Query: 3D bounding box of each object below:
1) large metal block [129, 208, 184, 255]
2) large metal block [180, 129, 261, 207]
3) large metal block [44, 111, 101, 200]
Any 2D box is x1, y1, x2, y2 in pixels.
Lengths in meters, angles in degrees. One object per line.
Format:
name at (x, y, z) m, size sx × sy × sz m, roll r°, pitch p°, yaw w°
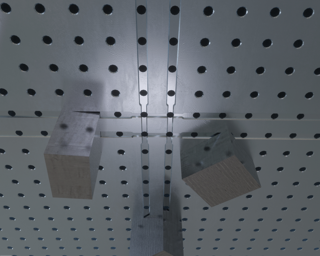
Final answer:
large metal block at (-0.007, 0.201, 0.546) m, size 0.080 × 0.080 × 0.050 m, roll -35°, pitch 122°, yaw 26°
large metal block at (0.086, 0.060, 0.447) m, size 0.080 × 0.050 × 0.080 m, roll -29°, pitch 125°, yaw 22°
large metal block at (-0.109, 0.035, 0.404) m, size 0.050 × 0.080 × 0.080 m, roll 4°, pitch 130°, yaw -4°
